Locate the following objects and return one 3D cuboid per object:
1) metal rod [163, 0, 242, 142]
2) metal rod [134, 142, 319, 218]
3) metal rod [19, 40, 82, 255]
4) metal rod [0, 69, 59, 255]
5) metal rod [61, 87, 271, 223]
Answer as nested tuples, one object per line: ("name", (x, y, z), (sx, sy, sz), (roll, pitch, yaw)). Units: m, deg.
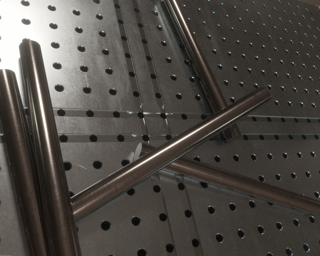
("metal rod", (0.062, -0.115, 0.513), (0.025, 0.025, 0.299), (-6, 65, -31))
("metal rod", (0.109, 0.077, 0.422), (0.302, 0.025, 0.025), (19, 54, -17))
("metal rod", (-0.113, 0.025, 0.314), (0.025, 0.025, 0.299), (-3, 58, -30))
("metal rod", (-0.123, 0.071, 0.298), (0.025, 0.025, 0.299), (-9, 66, -32))
("metal rod", (0.027, 0.020, 0.372), (0.302, 0.025, 0.025), (-29, 78, -25))
